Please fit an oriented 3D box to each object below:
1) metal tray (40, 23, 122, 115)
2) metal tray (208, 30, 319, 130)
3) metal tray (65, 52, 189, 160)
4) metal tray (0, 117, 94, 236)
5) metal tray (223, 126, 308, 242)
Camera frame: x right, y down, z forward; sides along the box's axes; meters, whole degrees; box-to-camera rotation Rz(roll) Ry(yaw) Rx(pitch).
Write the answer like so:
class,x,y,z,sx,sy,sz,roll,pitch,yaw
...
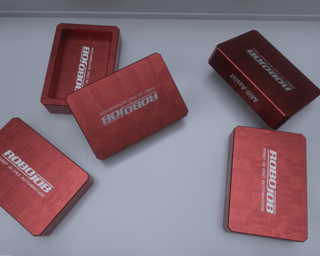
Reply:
class,x,y,z,sx,sy,sz,roll,pitch,yaw
metal tray,-0.107,-0.083,0.436,0.091,0.030,0.130,4,70,1
metal tray,0.140,-0.069,0.417,0.091,0.030,0.130,-30,71,-33
metal tray,-0.041,-0.028,0.398,0.131,0.030,0.090,-28,97,-10
metal tray,-0.161,0.058,0.384,0.130,0.030,0.090,36,74,12
metal tray,0.130,0.067,0.383,0.091,0.030,0.130,8,70,3
